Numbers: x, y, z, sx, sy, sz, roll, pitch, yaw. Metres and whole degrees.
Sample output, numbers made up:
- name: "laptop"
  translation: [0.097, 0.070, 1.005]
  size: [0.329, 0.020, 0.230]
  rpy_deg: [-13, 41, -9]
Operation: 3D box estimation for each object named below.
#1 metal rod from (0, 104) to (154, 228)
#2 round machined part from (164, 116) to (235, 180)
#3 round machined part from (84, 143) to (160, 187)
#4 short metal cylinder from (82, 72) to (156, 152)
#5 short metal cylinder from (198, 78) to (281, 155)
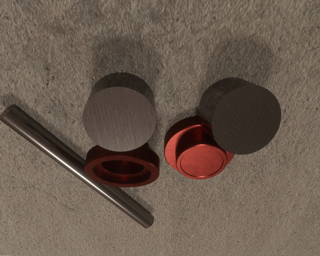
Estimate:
- name: "metal rod"
  translation: [-0.106, 0.073, 0.467]
  size: [0.025, 0.025, 0.300]
  rpy_deg: [-28, 125, 21]
- name: "round machined part"
  translation: [0.055, 0.034, 0.426]
  size: [0.099, 0.042, 0.097]
  rpy_deg: [-1, 130, 0]
- name: "round machined part"
  translation: [-0.049, 0.042, 0.420]
  size: [0.099, 0.042, 0.098]
  rpy_deg: [1, 147, 1]
- name: "short metal cylinder"
  translation: [-0.046, -0.019, 0.363]
  size: [0.081, 0.050, 0.079]
  rpy_deg: [-1, 118, -2]
- name: "short metal cylinder"
  translation: [0.091, -0.015, 0.361]
  size: [0.081, 0.050, 0.079]
  rpy_deg: [-3, 109, -10]
